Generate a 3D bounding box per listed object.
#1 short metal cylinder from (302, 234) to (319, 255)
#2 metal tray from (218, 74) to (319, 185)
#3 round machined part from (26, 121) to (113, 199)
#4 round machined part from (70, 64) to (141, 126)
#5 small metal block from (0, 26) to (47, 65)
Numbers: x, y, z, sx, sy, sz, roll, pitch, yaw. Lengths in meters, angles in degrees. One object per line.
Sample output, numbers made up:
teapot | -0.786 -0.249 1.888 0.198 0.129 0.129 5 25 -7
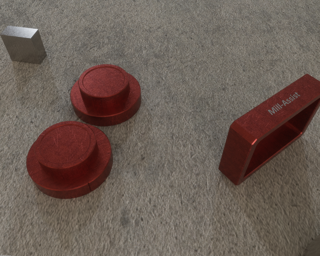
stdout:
short metal cylinder | 0.179 0.129 0.281 0.081 0.050 0.080 0 50 0
metal tray | 0.131 0.002 0.360 0.131 0.089 0.030 -30 57 -23
round machined part | -0.107 0.030 0.366 0.099 0.042 0.098 0 50 0
round machined part | -0.076 -0.053 0.435 0.099 0.042 0.098 0 50 0
small metal block | -0.217 -0.132 0.495 0.050 0.050 0.025 9 51 7
